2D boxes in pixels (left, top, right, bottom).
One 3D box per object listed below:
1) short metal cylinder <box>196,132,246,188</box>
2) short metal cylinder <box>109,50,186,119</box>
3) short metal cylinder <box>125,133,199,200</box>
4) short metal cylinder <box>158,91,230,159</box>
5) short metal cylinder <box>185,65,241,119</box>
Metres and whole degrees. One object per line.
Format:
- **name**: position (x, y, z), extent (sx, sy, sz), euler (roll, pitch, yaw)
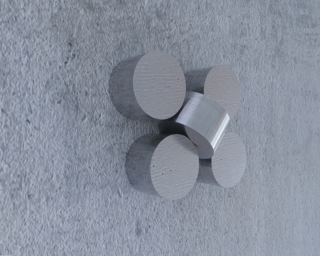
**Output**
- **short metal cylinder**: position (0.084, 0.045, 0.462), extent (0.081, 0.050, 0.079), euler (0, 90, -40)
- **short metal cylinder**: position (-0.015, -0.050, 0.378), extent (0.081, 0.050, 0.079), euler (0, 90, -40)
- **short metal cylinder**: position (0.004, 0.047, 0.394), extent (0.081, 0.050, 0.079), euler (0, 90, -40)
- **short metal cylinder**: position (0.045, -0.003, 0.411), extent (0.080, 0.080, 0.050), euler (47, 62, -30)
- **short metal cylinder**: position (0.072, -0.048, 0.450), extent (0.081, 0.050, 0.079), euler (0, 90, -40)
